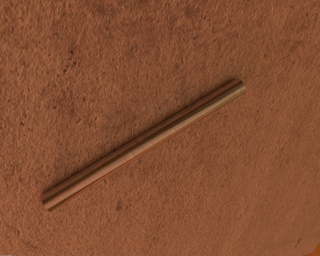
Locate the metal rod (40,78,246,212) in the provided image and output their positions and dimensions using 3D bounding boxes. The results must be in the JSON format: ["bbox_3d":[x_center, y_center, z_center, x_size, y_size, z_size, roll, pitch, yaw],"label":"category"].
[{"bbox_3d":[-0.015,0.018,0.411,0.301,0.025,0.025,-31,129,-8],"label":"metal rod"}]
